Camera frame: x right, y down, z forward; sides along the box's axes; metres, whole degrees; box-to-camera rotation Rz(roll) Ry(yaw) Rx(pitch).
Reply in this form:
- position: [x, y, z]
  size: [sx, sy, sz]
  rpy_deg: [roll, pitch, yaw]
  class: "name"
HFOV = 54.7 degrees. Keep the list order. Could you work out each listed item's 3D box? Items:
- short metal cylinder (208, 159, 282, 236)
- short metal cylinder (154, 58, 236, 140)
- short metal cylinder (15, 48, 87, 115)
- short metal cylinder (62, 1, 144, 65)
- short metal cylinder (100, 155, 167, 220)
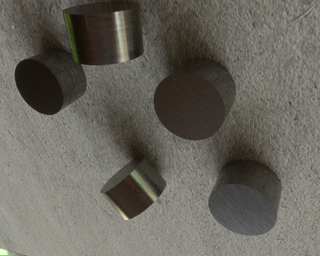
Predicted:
- position: [0.107, 0.087, 0.388]
  size: [0.080, 0.050, 0.079]
  rpy_deg: [13, 124, 21]
  class: "short metal cylinder"
- position: [0.040, -0.033, 0.349]
  size: [0.080, 0.050, 0.079]
  rpy_deg: [13, 124, 21]
  class: "short metal cylinder"
- position: [-0.151, -0.065, 0.430]
  size: [0.080, 0.050, 0.079]
  rpy_deg: [13, 124, 21]
  class: "short metal cylinder"
- position: [-0.060, -0.105, 0.338]
  size: [0.080, 0.080, 0.050]
  rpy_deg: [10, 123, 23]
  class: "short metal cylinder"
- position: [-0.038, 0.084, 0.443]
  size: [0.080, 0.080, 0.050]
  rpy_deg: [-33, 100, 38]
  class: "short metal cylinder"
